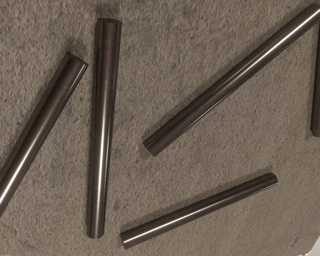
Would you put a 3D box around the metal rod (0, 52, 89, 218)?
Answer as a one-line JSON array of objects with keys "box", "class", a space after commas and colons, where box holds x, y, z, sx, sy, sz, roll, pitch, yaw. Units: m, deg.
[{"box": [-0.166, 0.051, 0.348, 0.025, 0.025, 0.299, 25, 105, -37], "class": "metal rod"}]

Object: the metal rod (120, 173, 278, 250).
[{"box": [0.078, 0.138, 0.536, 0.302, 0.025, 0.025, -17, 125, -19], "class": "metal rod"}]

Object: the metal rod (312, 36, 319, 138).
[{"box": [0.263, -0.105, 0.488, 0.025, 0.025, 0.298, -26, 128, -12], "class": "metal rod"}]

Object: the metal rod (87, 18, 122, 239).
[{"box": [-0.072, 0.022, 0.381, 0.025, 0.025, 0.298, -5, 121, -26], "class": "metal rod"}]

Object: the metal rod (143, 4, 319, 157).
[{"box": [0.101, -0.065, 0.423, 0.300, 0.025, 0.025, -39, 130, -2], "class": "metal rod"}]
